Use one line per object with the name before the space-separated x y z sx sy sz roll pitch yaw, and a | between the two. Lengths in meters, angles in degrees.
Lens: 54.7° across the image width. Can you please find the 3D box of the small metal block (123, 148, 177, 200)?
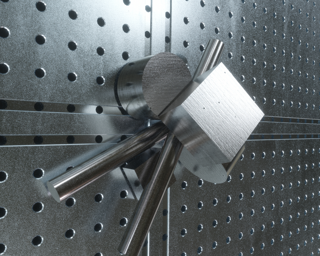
small metal block | -0.012 0.059 0.395 0.050 0.025 0.050 -35 112 -35

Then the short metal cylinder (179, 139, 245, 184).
short metal cylinder | 0.068 0.031 0.427 0.050 0.080 0.080 -50 120 -27

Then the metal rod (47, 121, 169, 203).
metal rod | -0.002 0.005 0.403 0.302 0.025 0.025 -29 109 -36

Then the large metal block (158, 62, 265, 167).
large metal block | 0.060 -0.014 0.356 0.080 0.050 0.080 48 61 -10

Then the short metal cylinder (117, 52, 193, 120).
short metal cylinder | -0.005 -0.050 0.384 0.081 0.050 0.079 0 90 -40

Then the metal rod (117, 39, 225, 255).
metal rod | 0.022 0.011 0.391 0.025 0.025 0.300 38 67 -34
